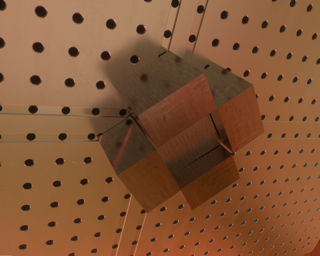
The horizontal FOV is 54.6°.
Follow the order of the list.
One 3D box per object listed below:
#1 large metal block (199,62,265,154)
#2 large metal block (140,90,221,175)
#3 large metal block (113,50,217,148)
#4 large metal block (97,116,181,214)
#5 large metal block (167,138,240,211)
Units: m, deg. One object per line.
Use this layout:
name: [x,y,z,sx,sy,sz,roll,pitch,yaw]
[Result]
large metal block: [0.083,-0.027,0.403,0.050,0.080,0.080,-34,129,-6]
large metal block: [0.023,0.002,0.407,0.080,0.050,0.080,-32,127,-5]
large metal block: [0.004,-0.036,0.355,0.080,0.080,0.050,-33,129,-6]
large metal block: [-0.027,0.045,0.388,0.050,0.080,0.080,-34,129,-6]
large metal block: [0.051,0.054,0.437,0.080,0.080,0.050,-32,129,-7]
